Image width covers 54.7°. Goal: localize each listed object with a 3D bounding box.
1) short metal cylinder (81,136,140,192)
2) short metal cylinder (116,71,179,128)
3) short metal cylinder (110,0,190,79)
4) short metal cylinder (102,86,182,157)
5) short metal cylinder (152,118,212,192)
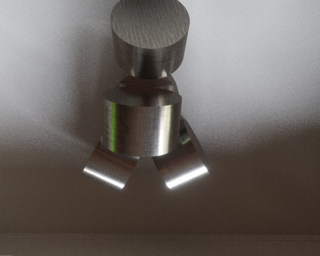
[{"bbox_3d":[-0.058,0.034,0.392,0.050,0.080,0.080,28,108,-9],"label":"short metal cylinder"},{"bbox_3d":[-0.016,-0.035,0.382,0.081,0.050,0.079,0,110,0],"label":"short metal cylinder"},{"bbox_3d":[-0.011,-0.100,0.336,0.081,0.080,0.050,4,153,-2],"label":"short metal cylinder"},{"bbox_3d":[-0.019,-0.010,0.323,0.081,0.080,0.050,3,110,-1],"label":"short metal cylinder"},{"bbox_3d":[0.026,0.034,0.393,0.050,0.080,0.080,-27,108,10],"label":"short metal cylinder"}]
